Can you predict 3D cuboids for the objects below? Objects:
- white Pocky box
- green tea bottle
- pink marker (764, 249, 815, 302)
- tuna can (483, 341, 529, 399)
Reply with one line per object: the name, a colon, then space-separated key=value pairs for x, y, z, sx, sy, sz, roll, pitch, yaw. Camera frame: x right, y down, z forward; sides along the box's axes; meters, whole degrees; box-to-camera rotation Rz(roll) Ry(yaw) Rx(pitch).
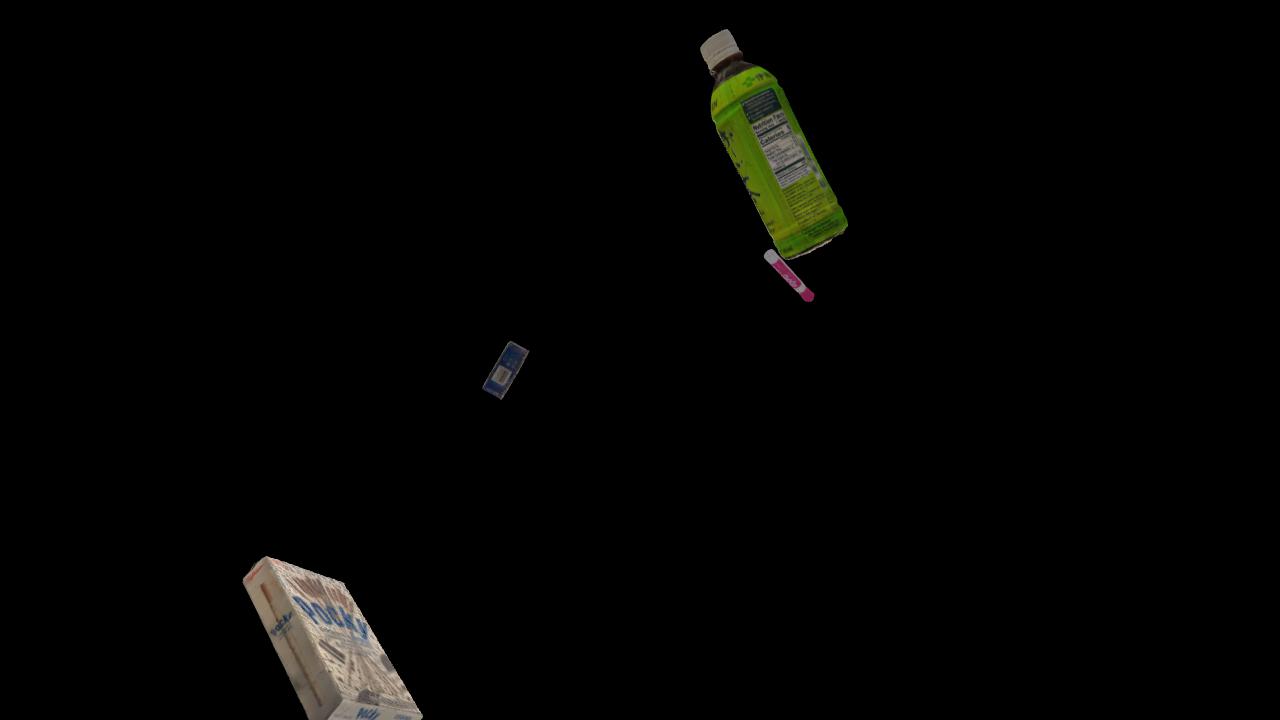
white Pocky box: x=-0.226 y=0.209 z=0.449 sx=0.154 sy=0.028 sz=0.084 roll=30 pitch=-16 yaw=38
green tea bottle: x=0.119 y=-0.201 z=0.572 sx=0.073 sy=0.212 sz=0.073 roll=-26 pitch=8 yaw=4
pink marker: x=0.239 y=-0.131 z=0.975 sx=0.121 sy=0.020 sz=0.020 roll=38 pitch=-21 yaw=-29
tuna can: x=-0.198 y=0.014 z=0.907 sx=0.034 sy=0.084 sz=0.084 roll=30 pitch=-6 yaw=-11
